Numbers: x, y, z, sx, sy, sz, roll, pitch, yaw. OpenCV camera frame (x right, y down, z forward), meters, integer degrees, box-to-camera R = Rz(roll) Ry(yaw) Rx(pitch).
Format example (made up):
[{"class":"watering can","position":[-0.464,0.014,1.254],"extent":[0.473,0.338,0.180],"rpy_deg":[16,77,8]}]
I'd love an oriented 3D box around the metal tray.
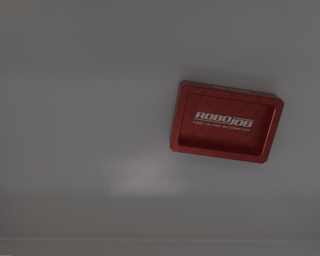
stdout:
[{"class":"metal tray","position":[0.083,-0.007,0.406],"extent":[0.131,0.030,0.089],"rpy_deg":[8,110,-3]}]
